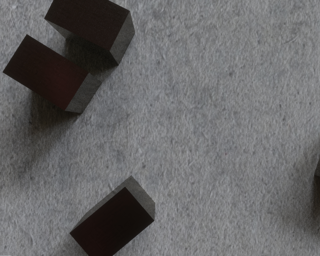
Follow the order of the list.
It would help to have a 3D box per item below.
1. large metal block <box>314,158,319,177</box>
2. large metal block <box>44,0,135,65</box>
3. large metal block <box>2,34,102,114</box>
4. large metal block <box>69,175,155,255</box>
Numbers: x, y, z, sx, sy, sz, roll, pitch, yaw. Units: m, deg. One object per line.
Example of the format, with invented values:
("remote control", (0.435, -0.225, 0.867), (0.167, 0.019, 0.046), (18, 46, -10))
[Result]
("large metal block", (0.263, 0.039, 0.401), (0.080, 0.050, 0.080), (18, 90, -1))
("large metal block", (-0.081, -0.125, 0.381), (0.080, 0.080, 0.050), (26, 90, -1))
("large metal block", (-0.126, -0.062, 0.381), (0.080, 0.080, 0.050), (32, 90, -1))
("large metal block", (-0.053, 0.109, 0.382), (0.080, 0.080, 0.050), (-40, 91, 0))
